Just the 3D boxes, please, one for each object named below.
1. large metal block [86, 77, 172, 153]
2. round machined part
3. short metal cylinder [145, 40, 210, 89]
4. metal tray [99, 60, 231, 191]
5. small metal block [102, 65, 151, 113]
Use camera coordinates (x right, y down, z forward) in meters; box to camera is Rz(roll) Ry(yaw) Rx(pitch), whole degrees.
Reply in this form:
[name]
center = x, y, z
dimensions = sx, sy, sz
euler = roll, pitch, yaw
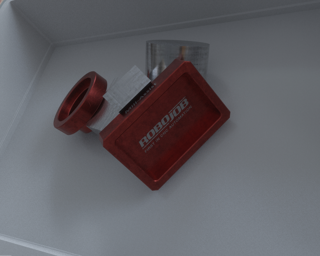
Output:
[large metal block]
center = -0.037, -0.016, 0.416
dimensions = 0.080, 0.050, 0.080
euler = 16, 70, 34
[round machined part]
center = -0.108, -0.031, 0.451
dimensions = 0.098, 0.042, 0.098
euler = -35, 35, 29
[short metal cylinder]
center = 0.021, -0.085, 0.400
dimensions = 0.080, 0.081, 0.050
euler = 17, 115, 34
[metal tray]
center = 0.007, -0.003, 0.357
dimensions = 0.130, 0.090, 0.030
euler = -45, 24, -4
[small metal block]
center = -0.037, -0.043, 0.366
dimensions = 0.050, 0.050, 0.025
euler = -45, 90, -3
